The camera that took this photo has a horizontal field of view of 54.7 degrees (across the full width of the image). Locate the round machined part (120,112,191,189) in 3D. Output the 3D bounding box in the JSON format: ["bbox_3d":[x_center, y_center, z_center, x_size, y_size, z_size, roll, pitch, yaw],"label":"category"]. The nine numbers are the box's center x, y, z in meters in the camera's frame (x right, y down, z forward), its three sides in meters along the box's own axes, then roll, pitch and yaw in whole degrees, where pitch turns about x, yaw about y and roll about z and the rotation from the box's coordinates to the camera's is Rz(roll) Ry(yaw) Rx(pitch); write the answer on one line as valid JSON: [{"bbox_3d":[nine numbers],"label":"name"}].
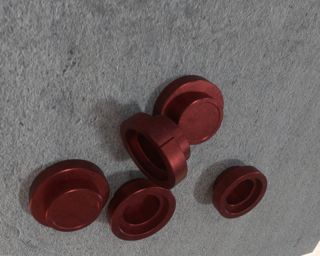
[{"bbox_3d":[-0.001,0.022,0.376,0.042,0.098,0.097,-35,131,-26],"label":"round machined part"}]

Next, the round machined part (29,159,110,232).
[{"bbox_3d":[-0.111,0.091,0.392,0.099,0.042,0.097,-14,124,-21],"label":"round machined part"}]

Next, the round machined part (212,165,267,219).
[{"bbox_3d":[0.131,0.104,0.531,0.099,0.042,0.097,-14,124,-21],"label":"round machined part"}]

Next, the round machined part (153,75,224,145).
[{"bbox_3d":[0.044,-0.017,0.409,0.099,0.042,0.097,-14,124,-21],"label":"round machined part"}]

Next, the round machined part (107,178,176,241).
[{"bbox_3d":[-0.030,0.112,0.448,0.099,0.042,0.097,-14,124,-21],"label":"round machined part"}]
